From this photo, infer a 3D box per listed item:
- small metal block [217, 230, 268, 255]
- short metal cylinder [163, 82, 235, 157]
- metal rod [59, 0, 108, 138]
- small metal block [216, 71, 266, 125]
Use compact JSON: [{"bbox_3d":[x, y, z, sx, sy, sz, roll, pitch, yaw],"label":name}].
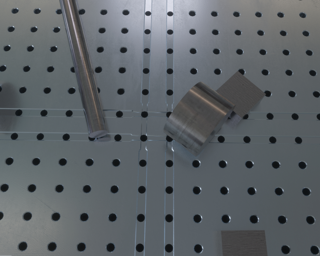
[{"bbox_3d":[0.096,0.145,0.359,0.050,0.025,0.050,0,70,0],"label":"small metal block"},{"bbox_3d":[0.049,-0.011,0.387,0.050,0.080,0.080,38,74,12],"label":"short metal cylinder"},{"bbox_3d":[-0.122,-0.127,0.457,0.025,0.025,0.299,-15,71,-6],"label":"metal rod"},{"bbox_3d":[0.107,-0.042,0.428,0.050,0.025,0.050,-42,76,-14],"label":"small metal block"}]
